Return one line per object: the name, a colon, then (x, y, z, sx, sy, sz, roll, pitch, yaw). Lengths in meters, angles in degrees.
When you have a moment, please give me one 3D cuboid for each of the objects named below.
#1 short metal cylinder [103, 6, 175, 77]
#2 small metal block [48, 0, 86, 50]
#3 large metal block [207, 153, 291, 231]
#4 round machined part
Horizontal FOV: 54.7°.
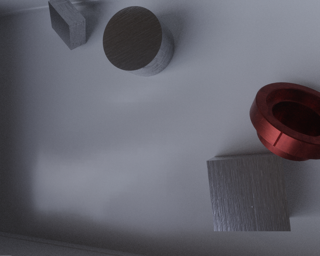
short metal cylinder: (-0.027, -0.111, 0.406, 0.080, 0.050, 0.079, 0, 90, 19)
small metal block: (-0.131, -0.149, 0.440, 0.025, 0.050, 0.050, -34, 76, -25)
large metal block: (0.103, 0.072, 0.361, 0.080, 0.050, 0.080, -7, 88, 19)
round machined part: (0.144, -0.003, 0.331, 0.098, 0.098, 0.042, 28, 136, 17)
